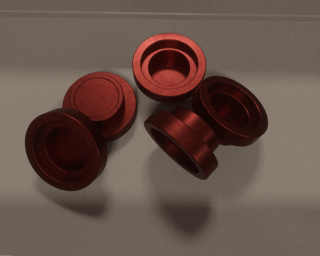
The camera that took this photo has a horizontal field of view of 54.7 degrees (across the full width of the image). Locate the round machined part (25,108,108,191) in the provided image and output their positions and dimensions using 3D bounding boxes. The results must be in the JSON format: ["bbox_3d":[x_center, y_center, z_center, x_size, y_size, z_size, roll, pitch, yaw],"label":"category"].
[{"bbox_3d":[-0.108,0.023,0.374,0.098,0.042,0.097,5,109,16],"label":"round machined part"}]

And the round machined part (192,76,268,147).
[{"bbox_3d":[0.083,-0.017,0.393,0.099,0.042,0.098,16,47,-18],"label":"round machined part"}]

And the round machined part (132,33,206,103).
[{"bbox_3d":[0.012,-0.079,0.430,0.099,0.042,0.098,0,70,-1],"label":"round machined part"}]

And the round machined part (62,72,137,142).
[{"bbox_3d":[-0.081,-0.032,0.411,0.099,0.042,0.098,0,70,-1],"label":"round machined part"}]

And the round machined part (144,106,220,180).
[{"bbox_3d":[0.031,0.013,0.366,0.098,0.098,0.042,41,77,13],"label":"round machined part"}]
